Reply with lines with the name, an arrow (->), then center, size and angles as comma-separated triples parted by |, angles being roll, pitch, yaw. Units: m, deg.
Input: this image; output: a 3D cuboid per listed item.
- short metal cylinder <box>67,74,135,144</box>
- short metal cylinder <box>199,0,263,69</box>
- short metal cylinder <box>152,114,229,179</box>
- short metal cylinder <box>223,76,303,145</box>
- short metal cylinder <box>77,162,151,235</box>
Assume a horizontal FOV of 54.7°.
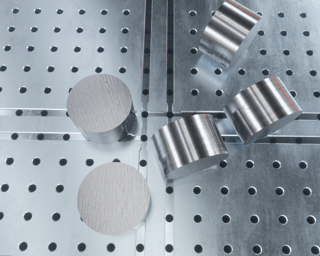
short metal cylinder -> -0.075, -0.024, 0.406 | 0.081, 0.050, 0.080 | 0, 70, 0
short metal cylinder -> 0.098, -0.129, 0.430 | 0.050, 0.080, 0.080 | 36, 74, 12
short metal cylinder -> 0.036, 0.024, 0.374 | 0.081, 0.080, 0.050 | -17, 71, -6
short metal cylinder -> 0.128, -0.020, 0.391 | 0.080, 0.080, 0.050 | -24, 72, -9
short metal cylinder -> -0.052, 0.085, 0.367 | 0.081, 0.050, 0.080 | 0, 70, 0
